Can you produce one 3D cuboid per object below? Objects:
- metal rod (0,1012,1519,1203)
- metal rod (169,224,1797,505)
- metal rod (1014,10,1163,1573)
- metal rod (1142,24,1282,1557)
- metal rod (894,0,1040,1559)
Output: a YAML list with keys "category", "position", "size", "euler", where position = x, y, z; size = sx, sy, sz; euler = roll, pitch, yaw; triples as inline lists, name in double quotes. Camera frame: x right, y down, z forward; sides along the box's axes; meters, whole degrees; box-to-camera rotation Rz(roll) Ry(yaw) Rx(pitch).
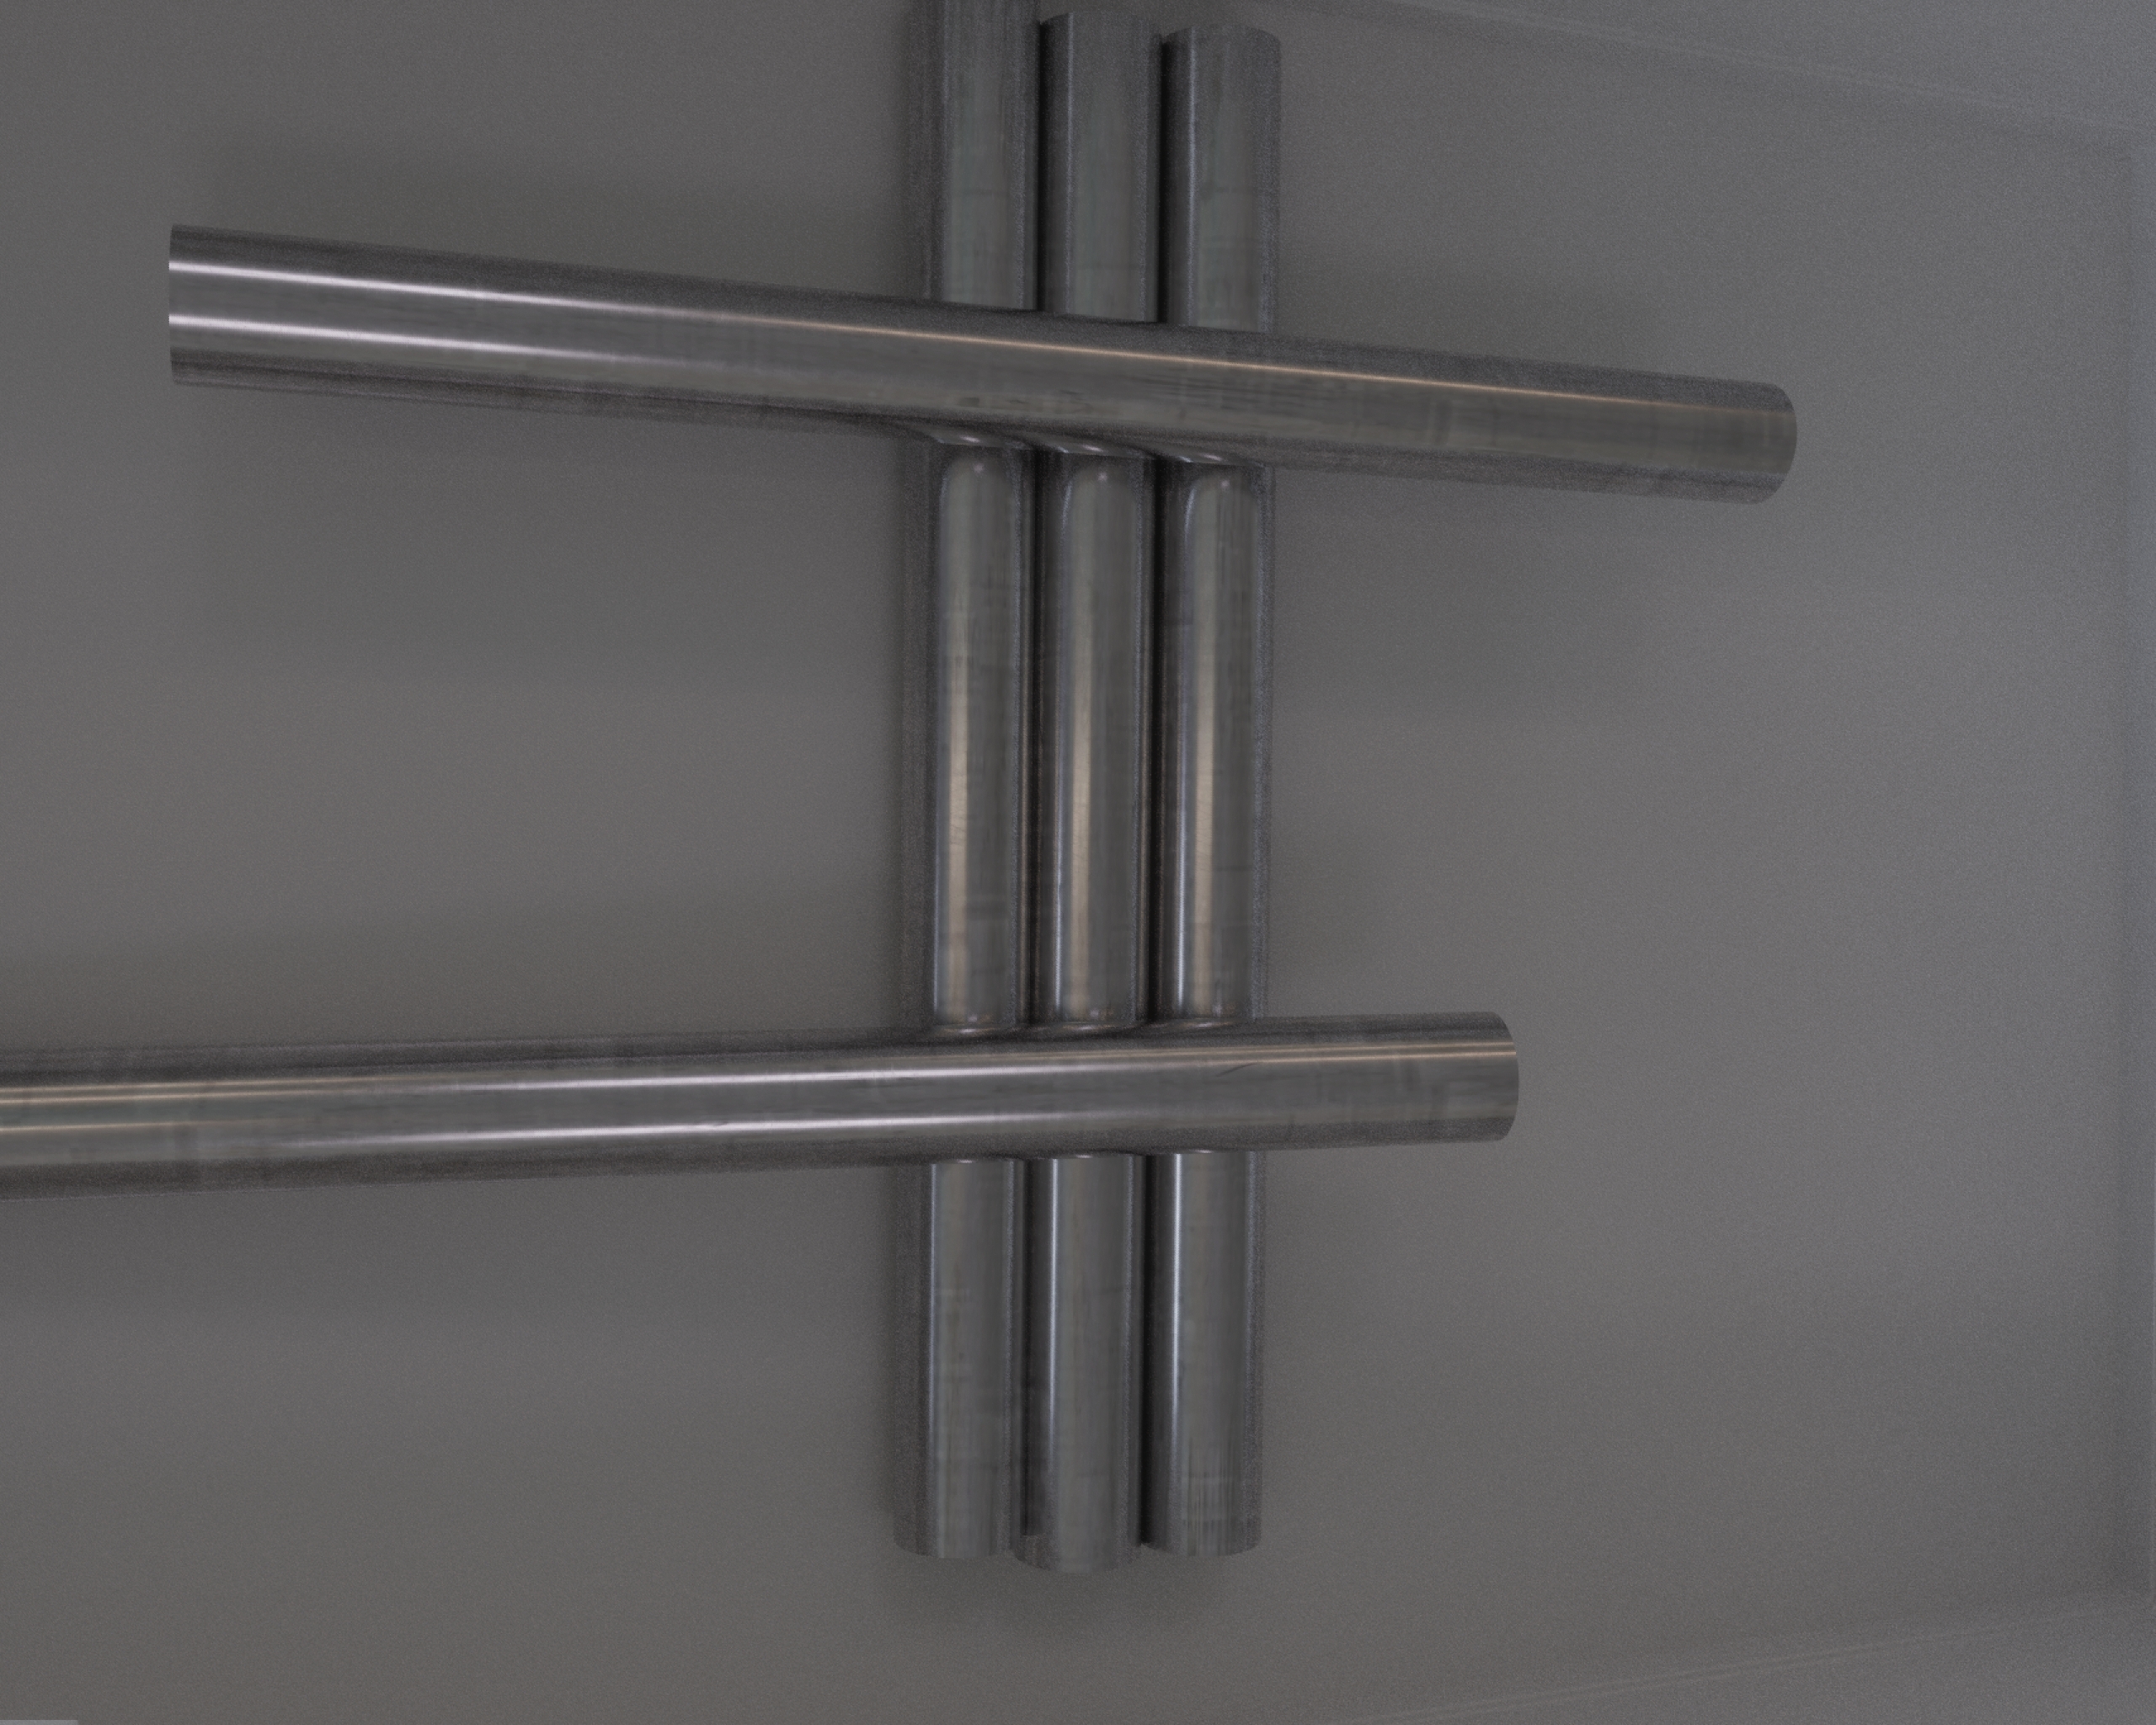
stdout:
- category: "metal rod"
  position: [-0.068, 0.042, 0.365]
  size: [0.302, 0.025, 0.025]
  euler: [0, 90, -13]
- category: "metal rod"
  position: [-0.001, -0.088, 0.382]
  size: [0.302, 0.025, 0.025]
  euler: [0, 90, -20]
- category: "metal rod"
  position: [0.002, -0.014, 0.410]
  size: [0.025, 0.025, 0.298]
  euler: [1, 90, -20]
- category: "metal rod"
  position: [0.026, -0.014, 0.418]
  size: [0.025, 0.025, 0.298]
  euler: [1, 90, -20]
- category: "metal rod"
  position: [-0.021, -0.019, 0.402]
  size: [0.025, 0.025, 0.298]
  euler: [1, 90, -20]
